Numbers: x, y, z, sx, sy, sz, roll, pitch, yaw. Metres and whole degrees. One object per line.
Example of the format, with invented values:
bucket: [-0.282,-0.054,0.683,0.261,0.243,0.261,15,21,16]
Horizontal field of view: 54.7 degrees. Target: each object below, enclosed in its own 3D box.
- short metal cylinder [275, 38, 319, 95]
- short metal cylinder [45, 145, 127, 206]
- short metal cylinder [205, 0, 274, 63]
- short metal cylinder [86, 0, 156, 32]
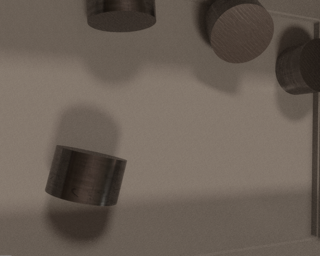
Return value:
short metal cylinder: [0.231,-0.094,0.484,0.081,0.050,0.079,0,90,-21]
short metal cylinder: [-0.083,0.053,0.351,0.081,0.080,0.050,14,85,-20]
short metal cylinder: [0.104,-0.134,0.415,0.081,0.050,0.079,-2,130,-2]
short metal cylinder: [-0.046,-0.149,0.365,0.081,0.080,0.050,-4,92,-20]
